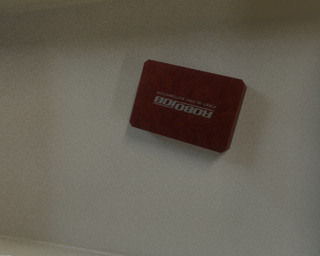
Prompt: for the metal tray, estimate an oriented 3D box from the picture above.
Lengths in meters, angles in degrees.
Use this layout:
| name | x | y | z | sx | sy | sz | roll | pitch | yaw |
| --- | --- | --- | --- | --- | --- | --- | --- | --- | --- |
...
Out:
| name | x | y | z | sx | sy | sz | roll | pitch | yaw |
| --- | --- | --- | --- | --- | --- | --- | --- | --- | --- |
| metal tray | 0.034 | -0.029 | 0.395 | 0.130 | 0.030 | 0.089 | 16 | 95 | 18 |
